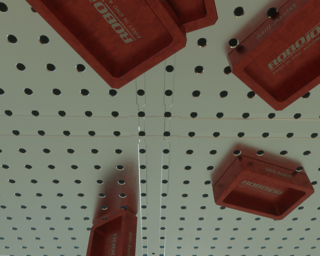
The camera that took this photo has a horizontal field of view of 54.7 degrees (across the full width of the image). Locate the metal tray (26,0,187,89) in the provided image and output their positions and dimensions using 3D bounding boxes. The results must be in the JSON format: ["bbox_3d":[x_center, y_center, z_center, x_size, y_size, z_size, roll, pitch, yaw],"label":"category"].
[{"bbox_3d":[-0.047,-0.106,0.276,0.090,0.030,0.130,-29,125,22],"label":"metal tray"}]

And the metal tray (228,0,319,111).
[{"bbox_3d":[0.153,-0.087,0.336,0.090,0.030,0.130,33,122,-26],"label":"metal tray"}]

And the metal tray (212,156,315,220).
[{"bbox_3d":[0.163,0.099,0.495,0.131,0.030,0.089,17,128,-15],"label":"metal tray"}]

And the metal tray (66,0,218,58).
[{"bbox_3d":[-0.018,-0.128,0.298,0.130,0.030,0.090,-14,129,11],"label":"metal tray"}]

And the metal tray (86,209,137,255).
[{"bbox_3d":[-0.084,0.213,0.523,0.090,0.130,0.030,-31,124,23],"label":"metal tray"}]
